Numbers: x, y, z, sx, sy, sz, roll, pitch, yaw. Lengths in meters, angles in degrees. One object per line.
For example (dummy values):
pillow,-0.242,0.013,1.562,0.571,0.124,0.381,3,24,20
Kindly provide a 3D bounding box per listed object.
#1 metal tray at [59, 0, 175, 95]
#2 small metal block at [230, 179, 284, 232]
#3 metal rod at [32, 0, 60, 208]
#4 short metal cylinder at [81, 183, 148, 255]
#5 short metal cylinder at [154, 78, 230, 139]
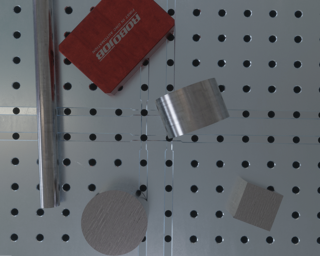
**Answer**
metal tray,-0.055,-0.119,0.410,0.090,0.030,0.130,43,90,0
small metal block,0.128,0.102,0.414,0.050,0.025,0.050,21,90,0
metal rod,-0.151,-0.046,0.411,0.025,0.025,0.298,-2,90,0
short metal cylinder,-0.055,0.115,0.400,0.081,0.050,0.079,0,90,0
short metal cylinder,0.040,-0.024,0.386,0.080,0.080,0.050,-21,90,0
